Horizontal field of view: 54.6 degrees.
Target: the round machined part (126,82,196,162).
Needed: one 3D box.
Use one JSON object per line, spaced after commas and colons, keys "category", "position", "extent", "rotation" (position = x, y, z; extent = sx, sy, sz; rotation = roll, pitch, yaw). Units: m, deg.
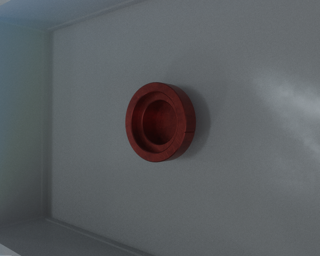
{"category": "round machined part", "position": [0.005, -0.007, 0.392], "extent": [0.098, 0.042, 0.097], "rotation": [0, 90, 40]}
